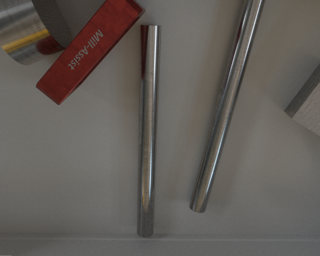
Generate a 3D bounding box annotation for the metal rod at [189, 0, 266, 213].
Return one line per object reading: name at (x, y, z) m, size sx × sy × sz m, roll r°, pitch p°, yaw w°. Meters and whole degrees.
metal rod at (0.083, -0.020, 0.405) m, size 0.025 × 0.025 × 0.298 m, roll 10°, pitch 110°, yaw -4°

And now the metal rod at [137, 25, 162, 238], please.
metal rod at (-0.017, 0.018, 0.417) m, size 0.025 × 0.025 × 0.298 m, roll 2°, pitch 110°, yaw -1°

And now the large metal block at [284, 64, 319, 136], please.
large metal block at (0.217, -0.028, 0.382) m, size 0.080 × 0.050 × 0.080 m, roll 32°, pitch 107°, yaw 2°

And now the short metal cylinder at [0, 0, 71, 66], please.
short metal cylinder at (-0.141, -0.115, 0.338) m, size 0.050 × 0.080 × 0.080 m, roll -21°, pitch 109°, yaw 7°

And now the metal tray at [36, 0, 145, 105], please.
metal tray at (-0.072, -0.091, 0.342) m, size 0.030 × 0.090 × 0.130 m, roll 42°, pitch 105°, yaw -14°
